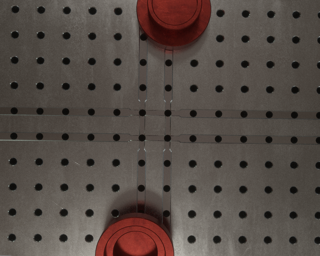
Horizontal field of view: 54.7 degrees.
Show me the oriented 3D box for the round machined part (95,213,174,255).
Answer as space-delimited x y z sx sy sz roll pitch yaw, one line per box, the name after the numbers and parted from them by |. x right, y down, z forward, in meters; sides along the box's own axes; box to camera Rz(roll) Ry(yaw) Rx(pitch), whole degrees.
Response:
-0.031 0.159 0.405 0.099 0.042 0.097 0 90 -1 | round machined part

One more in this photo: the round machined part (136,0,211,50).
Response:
0.018 -0.156 0.405 0.099 0.042 0.097 0 90 -1 | round machined part
